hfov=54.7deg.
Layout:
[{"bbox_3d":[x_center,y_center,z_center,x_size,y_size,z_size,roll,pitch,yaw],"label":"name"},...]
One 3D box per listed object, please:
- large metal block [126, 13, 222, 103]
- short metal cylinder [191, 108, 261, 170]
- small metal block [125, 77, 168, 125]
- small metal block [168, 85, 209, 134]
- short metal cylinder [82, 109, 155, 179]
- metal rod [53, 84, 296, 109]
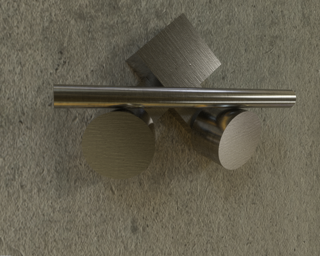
[{"bbox_3d":[0.017,-0.085,0.401,0.080,0.050,0.080,-44,104,-15],"label":"large metal block"},{"bbox_3d":[0.089,0.009,0.415,0.081,0.050,0.079,-16,117,-33],"label":"short metal cylinder"},{"bbox_3d":[-0.023,-0.029,0.402,0.050,0.025,0.050,-45,104,-15],"label":"small metal block"},{"bbox_3d":[0.045,-0.027,0.427,0.050,0.025,0.050,-45,104,-14],"label":"small metal block"},{"bbox_3d":[-0.046,0.013,0.365,0.081,0.050,0.079,0,107,-1],"label":"short metal cylinder"},{"bbox_3d":[0.033,-0.036,0.368,0.303,0.025,0.025,-2,91,-20],"label":"metal rod"}]
